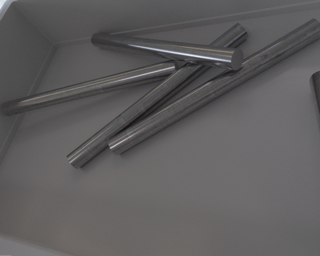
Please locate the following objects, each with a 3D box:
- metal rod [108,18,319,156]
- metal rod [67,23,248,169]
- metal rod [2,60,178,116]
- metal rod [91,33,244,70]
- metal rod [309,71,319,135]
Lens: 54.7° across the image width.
[{"bbox_3d":[0.064,-0.048,0.401,0.300,0.025,0.025,-30,52,8],"label":"metal rod"},{"bbox_3d":[-0.005,-0.043,0.434,0.300,0.025,0.025,-38,51,2],"label":"metal rod"},{"bbox_3d":[-0.118,-0.060,0.488,0.301,0.025,0.025,-11,57,16],"label":"metal rod"},{"bbox_3d":[-0.012,-0.120,0.463,0.300,0.025,0.025,21,73,43],"label":"metal rod"},{"bbox_3d":[0.138,0.031,0.229,0.025,0.025,0.301,-7,31,24],"label":"metal rod"}]
